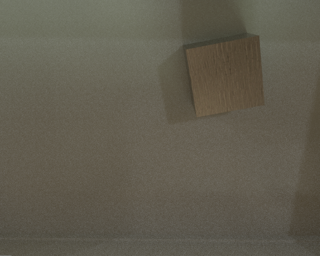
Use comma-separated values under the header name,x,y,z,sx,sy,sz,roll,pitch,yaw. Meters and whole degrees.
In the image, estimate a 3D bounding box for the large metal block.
name,x,y,z,sx,sy,sz,roll,pitch,yaw
large metal block,0.075,-0.065,0.374,0.080,0.050,0.080,-10,110,3
